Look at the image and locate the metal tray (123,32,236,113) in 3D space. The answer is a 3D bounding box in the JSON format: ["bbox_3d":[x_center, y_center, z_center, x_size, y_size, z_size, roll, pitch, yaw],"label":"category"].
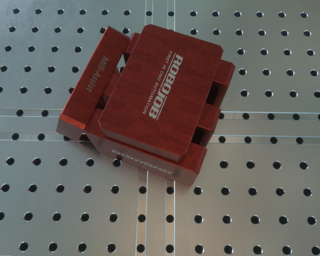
[{"bbox_3d":[0.022,-0.067,0.401,0.130,0.090,0.030,19,72,7],"label":"metal tray"}]

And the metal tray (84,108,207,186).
[{"bbox_3d":[-0.016,0.026,0.367,0.130,0.090,0.030,20,72,7],"label":"metal tray"}]

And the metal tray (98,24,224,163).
[{"bbox_3d":[0.004,-0.039,0.327,0.090,0.030,0.130,20,71,7],"label":"metal tray"}]

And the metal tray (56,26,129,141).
[{"bbox_3d":[-0.086,-0.053,0.393,0.030,0.090,0.130,27,71,-14],"label":"metal tray"}]

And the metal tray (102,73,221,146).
[{"bbox_3d":[0.001,-0.015,0.381,0.130,0.090,0.030,19,70,5],"label":"metal tray"}]
